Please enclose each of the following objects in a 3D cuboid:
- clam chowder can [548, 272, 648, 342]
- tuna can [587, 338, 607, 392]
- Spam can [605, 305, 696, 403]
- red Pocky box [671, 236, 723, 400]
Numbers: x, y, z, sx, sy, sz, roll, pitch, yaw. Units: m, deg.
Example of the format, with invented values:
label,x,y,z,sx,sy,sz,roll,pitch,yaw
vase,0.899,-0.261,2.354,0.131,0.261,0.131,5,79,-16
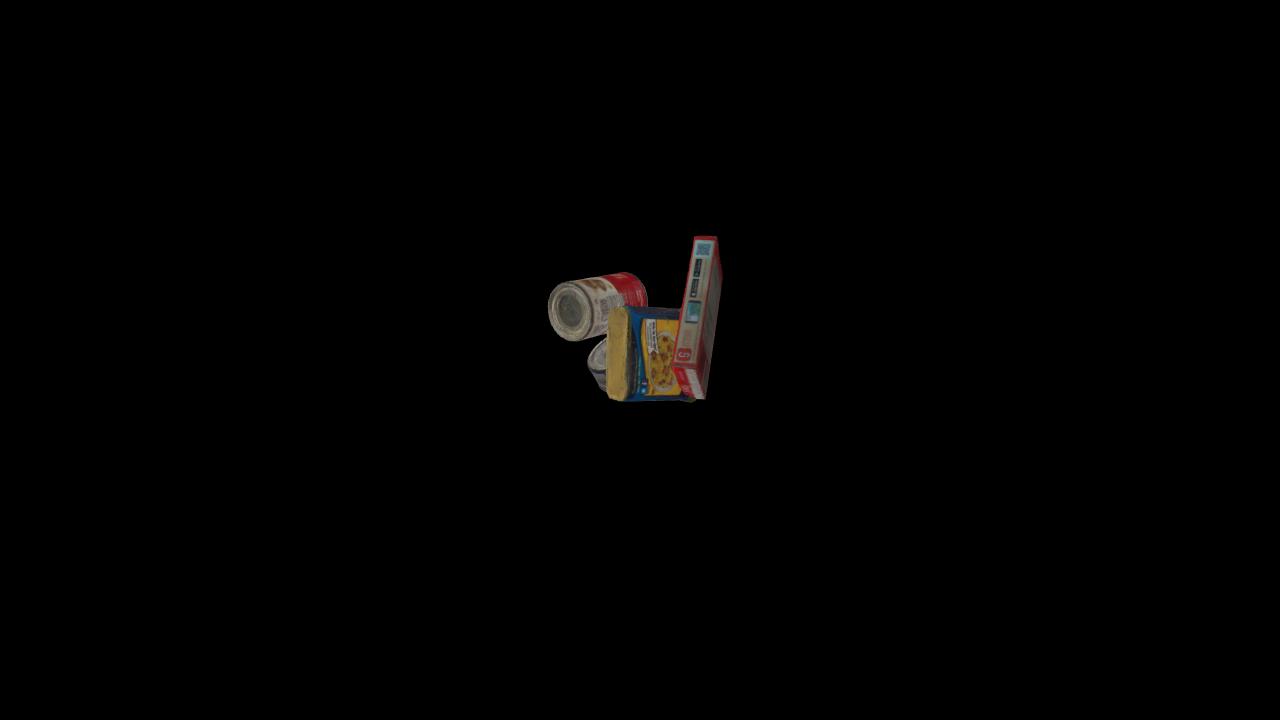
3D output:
label,x,y,z,sx,sy,sz,roll,pitch,yaw
clam chowder can,-0.047,-0.062,0.703,0.068,0.068,0.102,0,13,37
tuna can,-0.018,-0.002,0.702,0.084,0.034,0.084,-22,29,13
Spam can,0.013,-0.006,0.643,0.085,0.101,0.058,0,2,-27
red Pocky box,0.062,-0.044,0.644,0.028,0.155,0.083,4,-25,15
